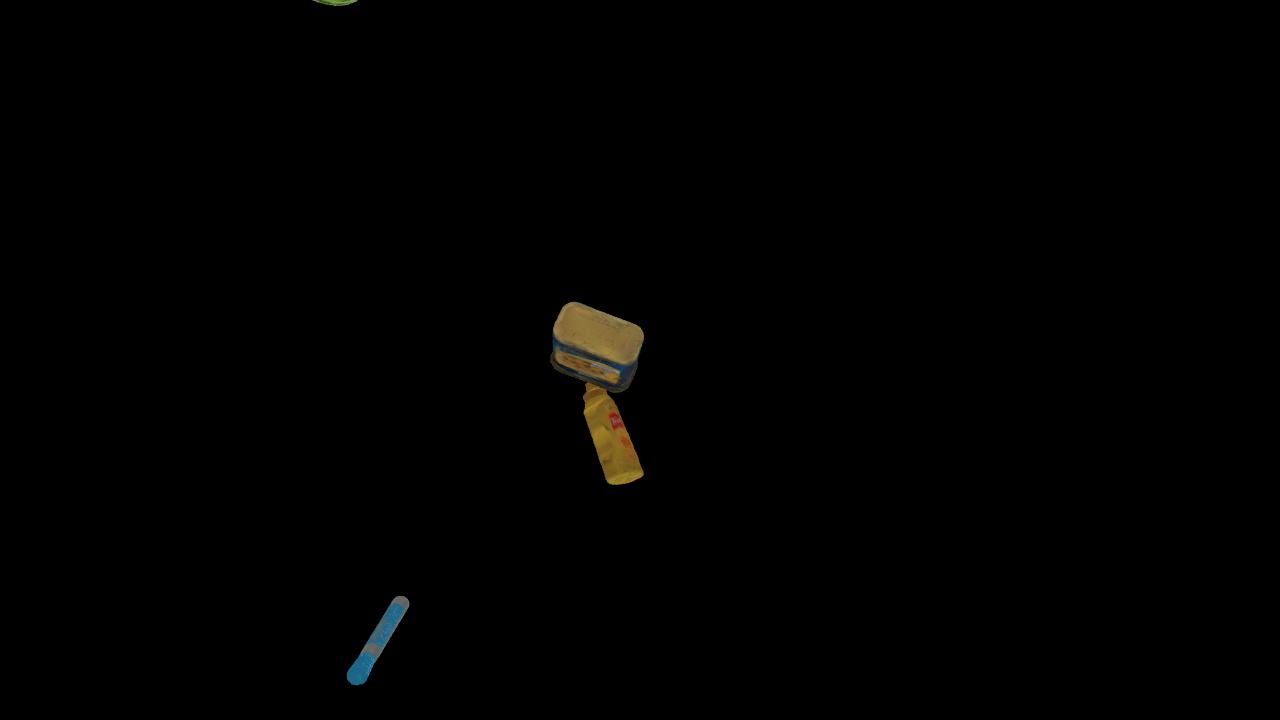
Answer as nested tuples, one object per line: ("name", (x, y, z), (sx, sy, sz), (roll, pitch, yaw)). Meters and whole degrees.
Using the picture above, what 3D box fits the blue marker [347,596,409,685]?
("blue marker", (-0.258, 0.276, 0.609), (0.020, 0.020, 0.121), (0, 11, -2))

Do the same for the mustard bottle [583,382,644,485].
("mustard bottle", (-0.055, 0.117, 1.042), (0.054, 0.184, 0.092), (-32, -23, 23))

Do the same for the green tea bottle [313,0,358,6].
("green tea bottle", (-0.213, -0.296, 0.425), (0.073, 0.073, 0.212), (0, 11, -35))

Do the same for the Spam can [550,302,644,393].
("Spam can", (-0.050, -0.014, 0.697), (0.101, 0.058, 0.085), (20, -23, 1))
